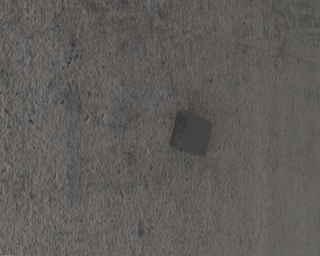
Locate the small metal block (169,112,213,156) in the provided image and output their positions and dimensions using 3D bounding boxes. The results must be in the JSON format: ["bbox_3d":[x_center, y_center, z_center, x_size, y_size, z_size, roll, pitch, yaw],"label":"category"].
[{"bbox_3d":[0.045,0.009,0.441,0.050,0.025,0.050,23,75,-38],"label":"small metal block"}]
